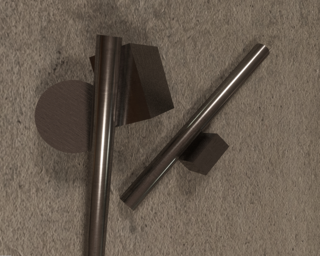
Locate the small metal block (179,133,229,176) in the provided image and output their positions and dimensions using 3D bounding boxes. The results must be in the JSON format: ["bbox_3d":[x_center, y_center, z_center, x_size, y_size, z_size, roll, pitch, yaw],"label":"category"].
[{"bbox_3d":[0.057,0.033,0.418,0.025,0.050,0.050,45,76,-15],"label":"small metal block"}]

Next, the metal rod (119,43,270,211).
[{"bbox_3d":[0.056,-0.010,0.430,0.025,0.025,0.301,46,75,-15],"label":"metal rod"}]

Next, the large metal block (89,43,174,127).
[{"bbox_3d":[-0.029,-0.050,0.363,0.050,0.080,0.080,-13,96,22],"label":"large metal block"}]

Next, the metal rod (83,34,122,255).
[{"bbox_3d":[-0.067,0.053,0.342,0.025,0.025,0.298,1,106,-20],"label":"metal rod"}]

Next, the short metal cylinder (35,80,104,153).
[{"bbox_3d":[-0.101,-0.013,0.359,0.081,0.050,0.079,0,90,-20],"label":"short metal cylinder"}]
